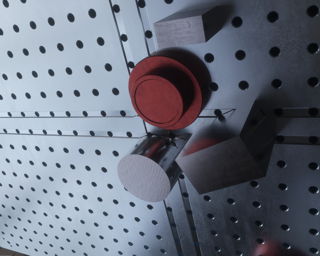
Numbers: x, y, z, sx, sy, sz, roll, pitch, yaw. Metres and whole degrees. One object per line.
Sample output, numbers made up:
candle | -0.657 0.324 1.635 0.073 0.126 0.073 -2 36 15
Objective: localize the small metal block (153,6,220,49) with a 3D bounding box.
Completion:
small metal block | 0.029 -0.103 0.316 0.050 0.050 0.025 0 119 28

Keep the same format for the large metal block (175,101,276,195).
large metal block | 0.076 0.022 0.349 0.080 0.080 0.050 -26 104 37

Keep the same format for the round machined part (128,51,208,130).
round machined part | 0.004 -0.040 0.374 0.098 0.042 0.097 13 124 21

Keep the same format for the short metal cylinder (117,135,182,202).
short metal cylinder | -0.012 0.057 0.437 0.080 0.050 0.079 13 124 21
